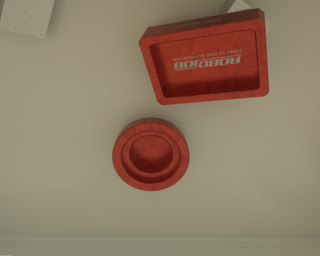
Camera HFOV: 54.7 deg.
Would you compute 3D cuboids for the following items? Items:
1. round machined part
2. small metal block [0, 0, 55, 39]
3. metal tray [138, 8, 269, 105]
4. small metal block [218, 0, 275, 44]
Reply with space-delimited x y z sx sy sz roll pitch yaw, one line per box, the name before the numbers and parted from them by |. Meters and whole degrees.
round machined part | -0.012 0.031 0.414 0.099 0.042 0.097 0 110 -1
small metal block | -0.152 -0.133 0.346 0.050 0.025 0.050 2 117 -45
metal tray | 0.052 -0.075 0.349 0.130 0.030 0.090 -4 129 19
small metal block | 0.095 -0.122 0.354 0.050 0.050 0.025 32 107 -11
